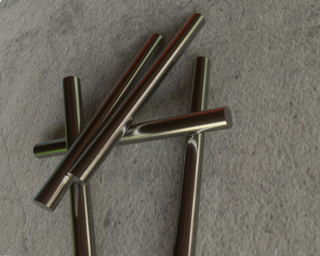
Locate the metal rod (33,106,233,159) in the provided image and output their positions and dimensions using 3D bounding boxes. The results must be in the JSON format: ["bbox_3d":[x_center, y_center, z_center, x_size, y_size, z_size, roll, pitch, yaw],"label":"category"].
[{"bbox_3d":[-0.056,0.012,0.404,0.300,0.025,0.025,-10,57,29],"label":"metal rod"}]

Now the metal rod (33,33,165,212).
[{"bbox_3d":[-0.065,-0.028,0.412,0.025,0.025,0.301,7,52,31],"label":"metal rod"}]

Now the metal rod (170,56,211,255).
[{"bbox_3d":[0.037,0.041,0.358,0.025,0.025,0.299,-5,59,25],"label":"metal rod"}]

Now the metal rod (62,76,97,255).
[{"bbox_3d":[-0.099,0.066,0.381,0.025,0.025,0.299,-19,64,16],"label":"metal rod"}]

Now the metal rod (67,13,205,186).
[{"bbox_3d":[-0.016,-0.055,0.405,0.025,0.025,0.301,14,57,33],"label":"metal rod"}]
